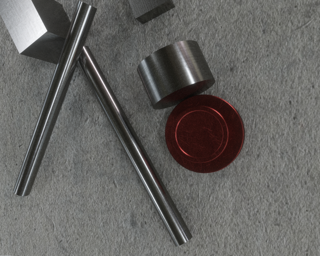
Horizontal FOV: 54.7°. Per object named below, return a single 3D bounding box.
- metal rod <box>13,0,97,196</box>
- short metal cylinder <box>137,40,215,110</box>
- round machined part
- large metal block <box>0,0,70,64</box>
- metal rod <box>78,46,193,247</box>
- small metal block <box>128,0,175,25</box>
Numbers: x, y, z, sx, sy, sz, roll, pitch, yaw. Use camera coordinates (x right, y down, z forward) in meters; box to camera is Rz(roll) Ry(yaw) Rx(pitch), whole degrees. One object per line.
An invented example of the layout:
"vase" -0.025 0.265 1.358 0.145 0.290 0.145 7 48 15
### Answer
"metal rod" -0.155 -0.031 0.444 0.025 0.025 0.298 30 106 17
"short metal cylinder" 0.019 -0.062 0.372 0.080 0.080 0.050 -25 82 18
"round machined part" 0.052 0.007 0.381 0.098 0.042 0.097 0 90 19
"large metal block" -0.166 -0.143 0.437 0.050 0.080 0.080 -32 80 17
"metal rod" -0.042 0.017 0.422 0.025 0.025 0.299 -32 80 17
"small metal block" -0.015 -0.176 0.413 0.050 0.025 0.050 -23 83 18
